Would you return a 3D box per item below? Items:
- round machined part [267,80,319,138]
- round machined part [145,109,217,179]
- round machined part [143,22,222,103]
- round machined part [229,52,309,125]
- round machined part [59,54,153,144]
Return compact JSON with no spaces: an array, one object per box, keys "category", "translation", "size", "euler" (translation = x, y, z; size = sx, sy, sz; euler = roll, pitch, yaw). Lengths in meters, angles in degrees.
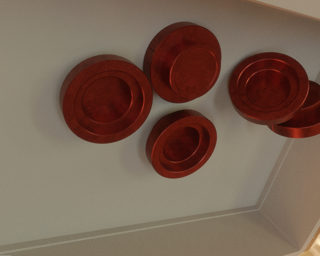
[{"category":"round machined part","translation":[0.202,-0.034,0.453],"size":[0.098,0.098,0.042],"euler":[-32,129,-8]},{"category":"round machined part","translation":[0.025,0.018,0.424],"size":[0.099,0.042,0.097],"euler":[-14,125,-21]},{"category":"round machined part","translation":[0.033,-0.073,0.372],"size":[0.099,0.042,0.097],"euler":[-14,125,-21]},{"category":"round machined part","translation":[0.145,-0.049,0.419],"size":[0.098,0.098,0.042],"euler":[-42,155,0]},{"category":"round machined part","translation":[-0.061,-0.034,0.344],"size":[0.099,0.042,0.097],"euler":[-14,125,-21]}]
